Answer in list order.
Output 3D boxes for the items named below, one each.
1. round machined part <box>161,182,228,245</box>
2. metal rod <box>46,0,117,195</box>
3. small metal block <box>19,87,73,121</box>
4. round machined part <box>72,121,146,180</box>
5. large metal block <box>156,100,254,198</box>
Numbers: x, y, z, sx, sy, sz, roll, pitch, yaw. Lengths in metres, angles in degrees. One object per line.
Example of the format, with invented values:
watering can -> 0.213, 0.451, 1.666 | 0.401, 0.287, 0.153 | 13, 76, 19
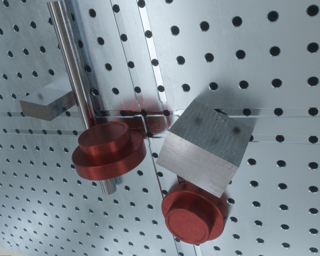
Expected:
round machined part -> 0.046, 0.132, 0.458 | 0.098, 0.042, 0.097 | 13, 124, 21
metal rod -> -0.106, -0.026, 0.450 | 0.025, 0.025, 0.298 | 5, 121, 25
small metal block -> -0.168, -0.037, 0.461 | 0.050, 0.050, 0.025 | 12, 123, 22
round machined part -> -0.070, 0.024, 0.416 | 0.098, 0.098, 0.042 | 2, 119, 27
large metal block -> 0.053, 0.021, 0.360 | 0.080, 0.080, 0.050 | 28, 128, 11
